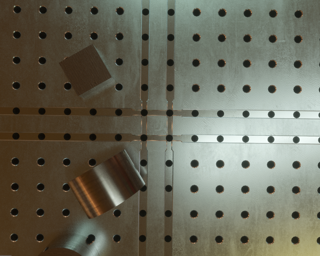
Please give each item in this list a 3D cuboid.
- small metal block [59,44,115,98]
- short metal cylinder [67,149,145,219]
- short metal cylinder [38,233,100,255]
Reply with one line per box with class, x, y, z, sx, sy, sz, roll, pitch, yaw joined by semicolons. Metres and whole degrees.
small metal block;-0.096;-0.075;0.412;0.050;0.025;0.050;-30;90;0
short metal cylinder;-0.066;0.068;0.385;0.080;0.080;0.050;-30;90;0
short metal cylinder;-0.121;0.184;0.400;0.081;0.050;0.079;0;90;0
